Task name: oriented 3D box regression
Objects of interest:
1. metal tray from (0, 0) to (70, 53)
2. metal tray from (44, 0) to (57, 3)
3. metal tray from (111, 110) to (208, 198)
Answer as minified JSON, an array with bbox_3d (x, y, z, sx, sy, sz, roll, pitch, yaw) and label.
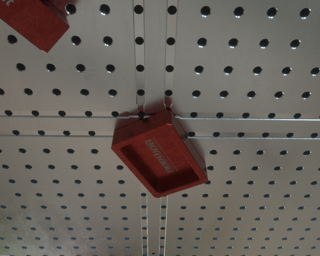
[{"bbox_3d":[-0.139,-0.124,0.258,0.130,0.090,0.030,39,97,-29],"label":"metal tray"},{"bbox_3d":[-0.131,-0.159,0.226,0.131,0.030,0.089,13,105,-23],"label":"metal tray"},{"bbox_3d":[0.003,0.043,0.444,0.090,0.030,0.130,-22,127,17],"label":"metal tray"}]
